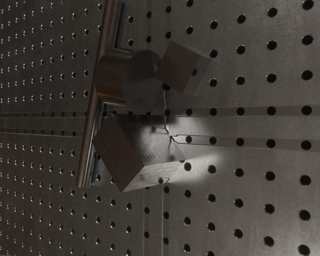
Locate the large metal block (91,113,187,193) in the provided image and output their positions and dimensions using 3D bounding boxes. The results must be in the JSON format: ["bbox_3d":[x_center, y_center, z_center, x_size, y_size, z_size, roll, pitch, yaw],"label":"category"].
[{"bbox_3d":[-0.026,0.028,0.393,0.050,0.081,0.080,-51,61,28],"label":"large metal block"}]

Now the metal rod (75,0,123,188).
[{"bbox_3d":[-0.098,-0.050,0.486,0.025,0.025,0.298,19,102,38],"label":"metal rod"}]

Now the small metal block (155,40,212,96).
[{"bbox_3d":[0.028,-0.074,0.385,0.050,0.025,0.050,37,113,33],"label":"small metal block"}]

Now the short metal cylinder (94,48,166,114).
[{"bbox_3d":[-0.037,-0.062,0.402,0.050,0.081,0.079,16,100,38],"label":"short metal cylinder"}]
